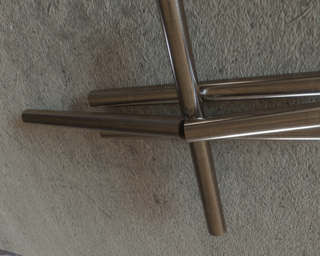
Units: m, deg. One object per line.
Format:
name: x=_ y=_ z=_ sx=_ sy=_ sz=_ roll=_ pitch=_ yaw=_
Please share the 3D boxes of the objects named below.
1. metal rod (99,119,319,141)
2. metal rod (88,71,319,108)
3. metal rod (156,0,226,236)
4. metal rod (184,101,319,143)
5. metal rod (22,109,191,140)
metal rod: x=0.053 y=0.002 z=0.380 sx=0.300 sy=0.025 sz=0.025 roll=-1 pitch=118 yaw=28
metal rod: x=0.041 y=-0.042 z=0.359 sx=0.300 sy=0.025 sz=0.025 roll=-1 pitch=118 yaw=28
metal rod: x=0.043 y=0.006 z=0.356 sx=0.025 sy=0.025 sz=0.298 roll=-1 pitch=118 yaw=28
metal rod: x=0.170 y=-0.015 z=0.277 sx=0.301 sy=0.025 sz=0.025 roll=-8 pitch=115 yaw=20
metal rod: x=-0.094 y=-0.009 z=0.418 sx=0.300 sy=0.025 sz=0.025 roll=4 pitch=121 yaw=36
